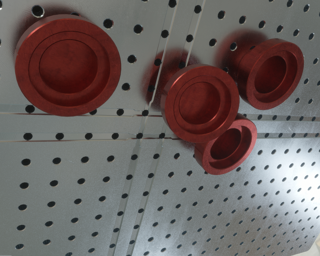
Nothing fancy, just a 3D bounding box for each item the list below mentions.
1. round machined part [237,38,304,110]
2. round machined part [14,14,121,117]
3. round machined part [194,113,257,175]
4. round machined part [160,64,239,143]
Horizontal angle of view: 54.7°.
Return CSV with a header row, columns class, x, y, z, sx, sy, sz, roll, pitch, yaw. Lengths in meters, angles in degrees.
class,x,y,z,sx,sy,sz,roll,pitch,yaw
round machined part,0.149,-0.078,0.436,0.099,0.042,0.097,-14,125,-21
round machined part,-0.093,-0.064,0.311,0.099,0.042,0.097,-14,125,-21
round machined part,0.092,0.019,0.462,0.099,0.042,0.097,-17,128,-22
round machined part,0.048,-0.034,0.397,0.099,0.042,0.097,-5,110,-15
